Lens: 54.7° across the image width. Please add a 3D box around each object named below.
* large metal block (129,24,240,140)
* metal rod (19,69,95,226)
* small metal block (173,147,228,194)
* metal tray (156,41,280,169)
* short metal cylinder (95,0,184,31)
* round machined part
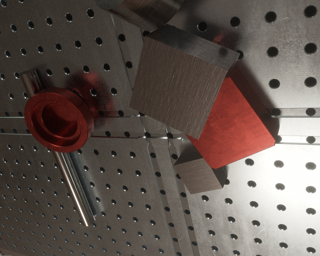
[{"bbox_3d":[0.023,-0.047,0.313,0.080,0.050,0.079,26,128,11],"label":"large metal block"},{"bbox_3d":[-0.166,0.047,0.525,0.025,0.025,0.298,1,119,27],"label":"metal rod"},{"bbox_3d":[0.055,0.058,0.418,0.050,0.025,0.050,-20,108,35],"label":"small metal block"},{"bbox_3d":[0.064,-0.022,0.360,0.090,0.030,0.130,-31,102,37],"label":"metal tray"},{"bbox_3d":[-0.018,-0.139,0.291,0.080,0.050,0.080,-13,71,43],"label":"short metal cylinder"},{"bbox_3d":[-0.143,-0.015,0.456,0.098,0.042,0.097,6,120,11],"label":"round machined part"}]
